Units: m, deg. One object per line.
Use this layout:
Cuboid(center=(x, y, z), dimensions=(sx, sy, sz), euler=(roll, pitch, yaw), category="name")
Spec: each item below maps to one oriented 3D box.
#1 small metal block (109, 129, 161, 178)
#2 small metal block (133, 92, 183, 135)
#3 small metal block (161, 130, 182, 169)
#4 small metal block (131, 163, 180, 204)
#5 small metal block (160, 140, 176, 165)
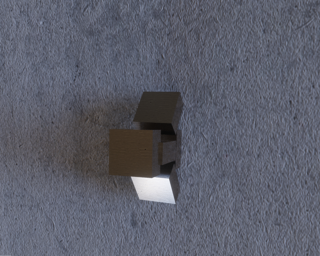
Cuboid(center=(-0.027, 0.026, 0.339), dimensions=(0.050, 0.025, 0.050), euler=(1, 90, 19), category="small metal block")
Cuboid(center=(-0.001, -0.020, 0.397), dimensions=(0.050, 0.025, 0.050), euler=(3, 55, 20), category="small metal block")
Cuboid(center=(0.001, 0.026, 0.410), dimensions=(0.050, 0.025, 0.050), euler=(3, 91, 19), category="small metal block")
Cuboid(center=(-0.005, 0.069, 0.398), dimensions=(0.050, 0.025, 0.050), euler=(3, 132, 19), category="small metal block")
Cuboid(center=(-0.012, 0.027, 0.373), dimensions=(0.050, 0.050, 0.025), euler=(3, 91, 19), category="small metal block")
